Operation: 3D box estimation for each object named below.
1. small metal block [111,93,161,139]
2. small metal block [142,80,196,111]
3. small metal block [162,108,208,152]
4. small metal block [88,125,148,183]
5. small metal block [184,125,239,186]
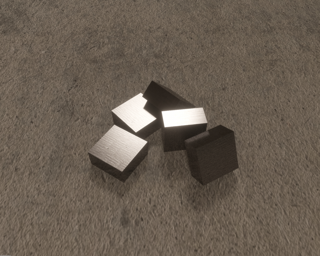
[{"bbox_3d":[-0.028,-0.014,0.414,0.050,0.025,0.050,-35,59,-26],"label":"small metal block"},{"bbox_3d":[0.013,-0.035,0.414,0.050,0.050,0.025,38,102,27],"label":"small metal block"},{"bbox_3d":[0.029,0.003,0.385,0.050,0.050,0.025,-6,51,-5],"label":"small metal block"},{"bbox_3d":[-0.050,0.030,0.377,0.050,0.025,0.050,26,55,20],"label":"small metal block"},{"bbox_3d":[0.060,0.031,0.358,0.050,0.050,0.025,-23,27,-18],"label":"small metal block"}]
